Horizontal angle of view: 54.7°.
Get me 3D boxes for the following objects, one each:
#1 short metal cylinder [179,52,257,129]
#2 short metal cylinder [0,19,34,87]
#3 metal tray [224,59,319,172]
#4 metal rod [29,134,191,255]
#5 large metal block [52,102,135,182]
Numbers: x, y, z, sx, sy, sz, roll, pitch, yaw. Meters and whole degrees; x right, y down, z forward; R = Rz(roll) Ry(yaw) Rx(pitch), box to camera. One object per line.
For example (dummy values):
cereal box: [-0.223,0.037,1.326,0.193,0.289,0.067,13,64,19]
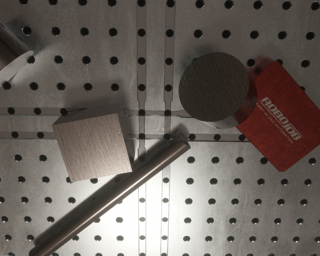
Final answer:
short metal cylinder: [0.069,-0.042,0.365,0.080,0.050,0.080,-5,79,26]
short metal cylinder: [-0.194,-0.080,0.352,0.080,0.080,0.050,-40,106,13]
metal tray: [0.152,-0.015,0.408,0.090,0.030,0.130,-43,105,14]
metal rod: [-0.080,0.109,0.452,0.300,0.025,0.025,-39,106,12]
large metal block: [-0.083,0.017,0.405,0.080,0.050,0.079,-11,110,3]
